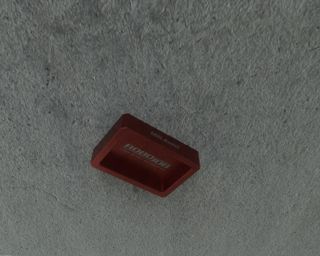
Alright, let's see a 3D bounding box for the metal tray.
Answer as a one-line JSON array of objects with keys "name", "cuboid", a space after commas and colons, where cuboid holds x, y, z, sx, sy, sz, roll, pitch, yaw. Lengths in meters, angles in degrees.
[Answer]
[{"name": "metal tray", "cuboid": [-0.020, 0.044, 0.443, 0.131, 0.030, 0.090, 29, 124, -23]}]
